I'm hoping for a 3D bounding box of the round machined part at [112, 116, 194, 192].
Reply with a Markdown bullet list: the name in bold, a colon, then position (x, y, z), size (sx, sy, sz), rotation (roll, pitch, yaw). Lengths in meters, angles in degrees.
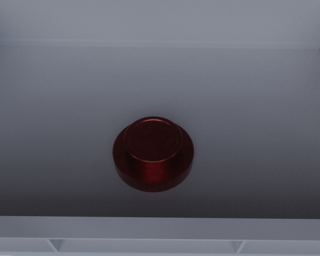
- **round machined part**: position (-0.008, 0.024, 0.374), size (0.099, 0.042, 0.098), rotation (0, 50, 0)
